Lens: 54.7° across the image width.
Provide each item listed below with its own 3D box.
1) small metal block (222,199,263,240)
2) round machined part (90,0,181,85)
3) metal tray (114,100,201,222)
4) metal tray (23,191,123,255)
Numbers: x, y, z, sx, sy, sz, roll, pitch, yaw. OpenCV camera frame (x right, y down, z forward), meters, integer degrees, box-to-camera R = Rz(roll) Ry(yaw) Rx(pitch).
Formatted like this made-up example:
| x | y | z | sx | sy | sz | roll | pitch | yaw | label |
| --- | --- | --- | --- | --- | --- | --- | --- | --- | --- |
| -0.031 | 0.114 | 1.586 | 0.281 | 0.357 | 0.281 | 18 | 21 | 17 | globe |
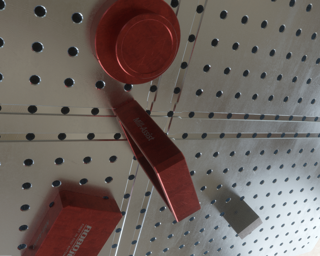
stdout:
| x | y | z | sx | sy | sz | roll | pitch | yaw | label |
| --- | --- | --- | --- | --- | --- | --- | --- | --- | --- |
| 0.156 | 0.172 | 0.586 | 0.050 | 0.050 | 0.025 | -38 | 129 | -3 | small metal block |
| -0.021 | -0.092 | 0.332 | 0.099 | 0.042 | 0.097 | -14 | 124 | -21 | round machined part |
| -0.006 | 0.034 | 0.361 | 0.030 | 0.130 | 0.090 | -28 | 128 | -11 | metal tray |
| -0.124 | 0.154 | 0.436 | 0.091 | 0.030 | 0.129 | 22 | 107 | -36 | metal tray |
